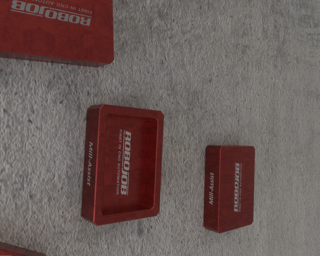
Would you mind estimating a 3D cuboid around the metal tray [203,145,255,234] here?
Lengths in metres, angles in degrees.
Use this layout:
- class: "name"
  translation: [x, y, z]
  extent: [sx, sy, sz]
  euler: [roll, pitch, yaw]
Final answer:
- class: "metal tray"
  translation: [0.112, 0.093, 0.495]
  extent: [0.091, 0.030, 0.129]
  euler: [3, 88, -40]

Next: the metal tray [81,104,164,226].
- class: "metal tray"
  translation: [-0.041, 0.041, 0.366]
  extent: [0.091, 0.030, 0.129]
  euler: [4, 87, -40]

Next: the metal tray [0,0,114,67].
- class: "metal tray"
  translation: [-0.111, -0.113, 0.308]
  extent: [0.131, 0.030, 0.089]
  euler: [-3, 92, -40]

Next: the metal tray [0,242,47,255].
- class: "metal tray"
  translation: [-0.161, 0.168, 0.266]
  extent: [0.090, 0.030, 0.130]
  euler: [36, 68, -34]
